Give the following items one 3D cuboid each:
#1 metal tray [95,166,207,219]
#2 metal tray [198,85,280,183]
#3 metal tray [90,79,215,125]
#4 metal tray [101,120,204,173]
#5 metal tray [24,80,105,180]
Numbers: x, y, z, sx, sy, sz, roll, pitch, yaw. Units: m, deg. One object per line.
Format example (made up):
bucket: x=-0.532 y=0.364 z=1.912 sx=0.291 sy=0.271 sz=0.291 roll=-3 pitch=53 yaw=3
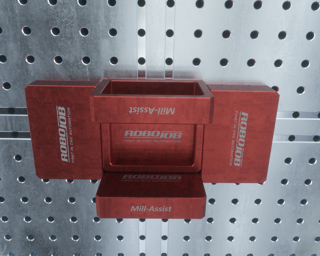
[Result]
metal tray: x=-0.011 y=0.079 z=0.406 sx=0.131 sy=0.090 sz=0.030 roll=1 pitch=110 yaw=-1
metal tray: x=0.101 y=0.010 z=0.414 sx=0.091 sy=0.030 sz=0.129 roll=1 pitch=110 yaw=-2
metal tray: x=-0.008 y=-0.034 z=0.366 sx=0.131 sy=0.090 sz=0.030 roll=1 pitch=110 yaw=-1
metal tray: x=-0.010 y=0.013 z=0.413 sx=0.131 sy=0.030 sz=0.089 roll=1 pitch=110 yaw=-1
metal tray: x=-0.121 y=0.004 z=0.410 sx=0.091 sy=0.030 sz=0.129 roll=1 pitch=110 yaw=-1
